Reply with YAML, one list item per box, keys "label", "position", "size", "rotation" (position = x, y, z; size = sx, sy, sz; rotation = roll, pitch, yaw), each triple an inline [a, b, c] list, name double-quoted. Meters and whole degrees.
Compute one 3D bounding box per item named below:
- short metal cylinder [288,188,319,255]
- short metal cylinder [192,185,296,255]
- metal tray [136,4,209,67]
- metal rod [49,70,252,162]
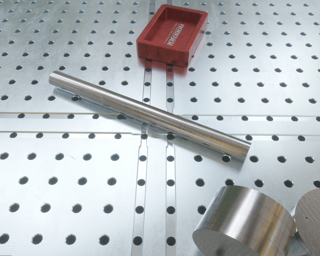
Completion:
- label: "short metal cylinder"
  position: [0.165, 0.106, 0.303]
  size: [0.080, 0.050, 0.080]
  rotation: [0, 50, 0]
- label: "short metal cylinder"
  position: [0.078, 0.099, 0.289]
  size: [0.080, 0.080, 0.050]
  rotation: [26, 55, 20]
- label: "metal tray"
  position: [0.024, -0.166, 0.543]
  size: [0.090, 0.030, 0.130]
  rotation: [16, 52, 13]
- label: "metal rod"
  position: [-0.025, -0.022, 0.426]
  size: [0.301, 0.025, 0.025]
  rotation: [21, 53, 17]
